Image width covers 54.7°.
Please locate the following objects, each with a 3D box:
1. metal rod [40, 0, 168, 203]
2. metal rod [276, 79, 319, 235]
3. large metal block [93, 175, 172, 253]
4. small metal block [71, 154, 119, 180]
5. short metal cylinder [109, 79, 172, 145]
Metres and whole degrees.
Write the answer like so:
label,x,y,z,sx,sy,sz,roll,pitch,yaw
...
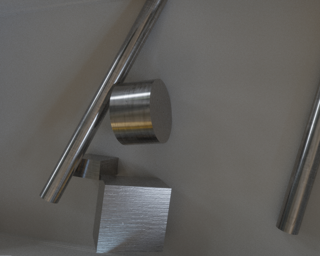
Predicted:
label,x,y,z,sx,sy,sz,roll,pitch,yaw
metal rod,-0.071,-0.043,0.401,0.025,0.025,0.299,27,86,17
metal rod,0.184,-0.026,0.345,0.025,0.025,0.298,16,95,19
large metal block,-0.037,0.106,0.389,0.081,0.050,0.079,7,93,-18
small metal block,-0.092,0.053,0.428,0.050,0.050,0.025,6,92,19
short metal cylinder,-0.021,-0.019,0.388,0.050,0.080,0.079,-4,89,20
